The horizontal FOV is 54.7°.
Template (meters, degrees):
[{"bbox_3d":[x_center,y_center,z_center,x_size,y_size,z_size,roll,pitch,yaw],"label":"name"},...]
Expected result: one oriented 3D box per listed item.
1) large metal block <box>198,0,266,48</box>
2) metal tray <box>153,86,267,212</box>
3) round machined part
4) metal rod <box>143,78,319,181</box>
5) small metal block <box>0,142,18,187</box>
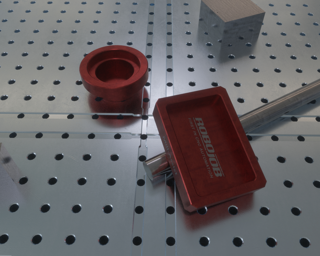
[{"bbox_3d":[0.126,-0.197,0.558,0.081,0.050,0.080,-19,53,-15],"label":"large metal block"},{"bbox_3d":[0.054,0.020,0.358,0.091,0.030,0.130,-13,69,-15],"label":"metal tray"},{"bbox_3d":[-0.066,-0.077,0.461,0.099,0.042,0.098,0,50,0],"label":"round machined part"},{"bbox_3d":[0.116,-0.007,0.414,0.302,0.025,0.025,-24,54,-19],"label":"metal rod"},{"bbox_3d":[-0.198,0.045,0.352,0.050,0.050,0.025,-8,51,-7],"label":"small metal block"}]
